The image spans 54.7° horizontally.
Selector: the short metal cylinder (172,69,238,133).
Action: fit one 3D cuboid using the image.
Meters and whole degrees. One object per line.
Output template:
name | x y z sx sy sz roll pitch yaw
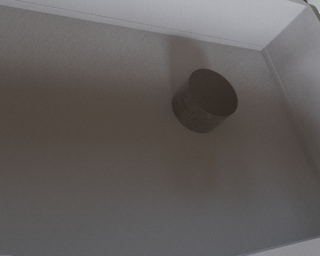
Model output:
short metal cylinder | 0.065 -0.039 0.450 0.081 0.050 0.080 14 56 -21
